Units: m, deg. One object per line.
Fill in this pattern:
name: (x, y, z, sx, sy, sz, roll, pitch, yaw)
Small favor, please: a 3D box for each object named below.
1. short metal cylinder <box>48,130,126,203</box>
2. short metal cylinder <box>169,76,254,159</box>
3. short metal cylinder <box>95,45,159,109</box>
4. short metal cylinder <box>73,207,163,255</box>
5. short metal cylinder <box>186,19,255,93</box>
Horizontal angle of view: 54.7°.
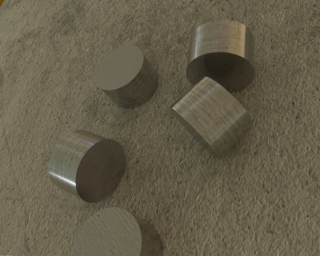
short metal cylinder: (-0.089, 0.047, 0.387, 0.050, 0.080, 0.080, 15, 70, 34)
short metal cylinder: (0.056, -0.011, 0.346, 0.050, 0.080, 0.080, -43, 51, -1)
short metal cylinder: (-0.049, -0.075, 0.460, 0.080, 0.050, 0.080, -13, 56, 21)
short metal cylinder: (-0.044, 0.131, 0.331, 0.080, 0.050, 0.080, -13, 56, 21)
short metal cylinder: (0.075, -0.085, 0.382, 0.080, 0.080, 0.050, -5, 60, 25)
